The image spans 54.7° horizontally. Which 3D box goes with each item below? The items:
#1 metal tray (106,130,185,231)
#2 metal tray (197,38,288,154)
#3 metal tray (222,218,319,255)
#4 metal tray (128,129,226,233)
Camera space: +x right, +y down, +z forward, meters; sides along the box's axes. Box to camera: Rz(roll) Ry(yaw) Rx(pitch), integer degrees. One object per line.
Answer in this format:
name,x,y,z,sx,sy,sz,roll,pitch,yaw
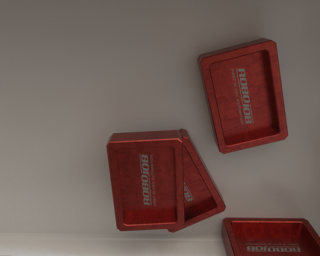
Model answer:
metal tray,-0.015,0.070,0.401,0.091,0.030,0.129,-3,110,0
metal tray,0.106,-0.039,0.395,0.090,0.030,0.129,-14,110,4
metal tray,0.162,0.168,0.440,0.131,0.090,0.030,1,110,-1
metal tray,0.025,0.077,0.437,0.090,0.030,0.130,-27,108,9
